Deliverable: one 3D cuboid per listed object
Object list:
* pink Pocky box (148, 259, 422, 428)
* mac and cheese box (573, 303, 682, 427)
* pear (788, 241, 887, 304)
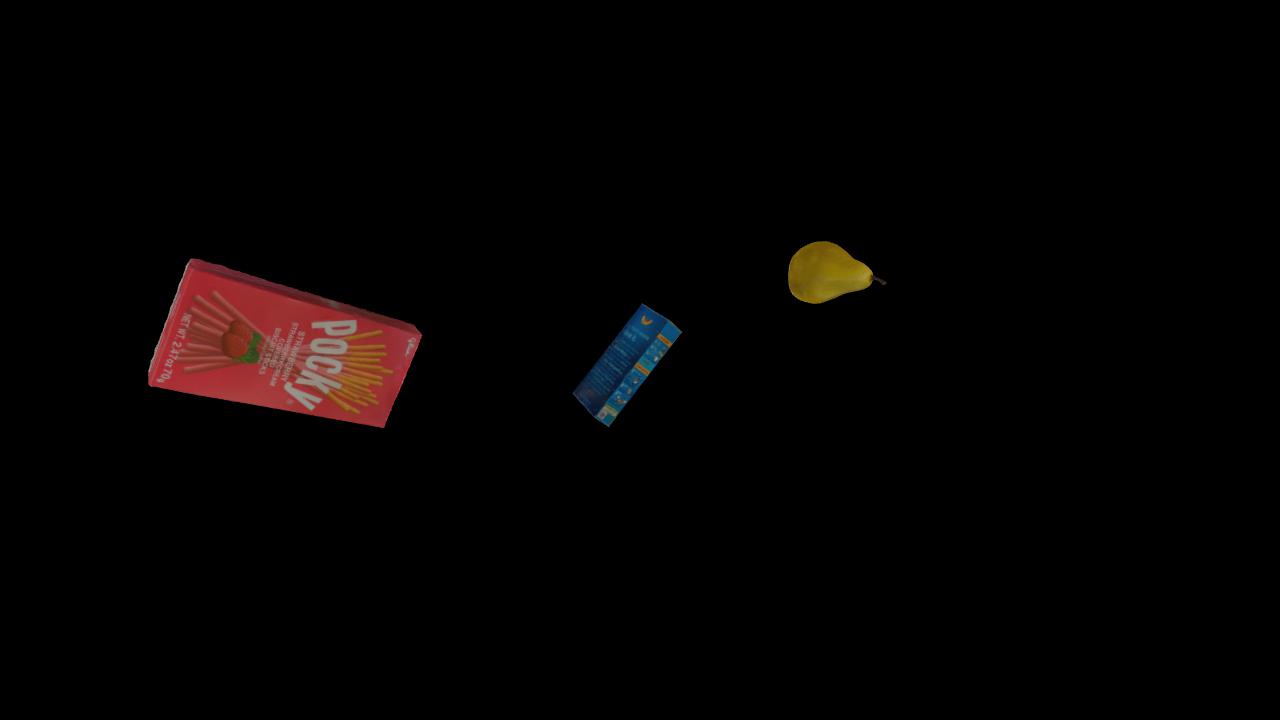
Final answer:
[{"bbox_3d":[-0.246,-0.006,0.442,0.155,0.084,0.029,19,9,-40],"label":"pink Pocky box"},{"bbox_3d":[-0.022,0.006,0.960,0.041,0.184,0.093,38,0,-34],"label":"mac and cheese box"},{"bbox_3d":[0.231,-0.101,0.714,0.111,0.080,0.080,6,3,31],"label":"pear"}]
